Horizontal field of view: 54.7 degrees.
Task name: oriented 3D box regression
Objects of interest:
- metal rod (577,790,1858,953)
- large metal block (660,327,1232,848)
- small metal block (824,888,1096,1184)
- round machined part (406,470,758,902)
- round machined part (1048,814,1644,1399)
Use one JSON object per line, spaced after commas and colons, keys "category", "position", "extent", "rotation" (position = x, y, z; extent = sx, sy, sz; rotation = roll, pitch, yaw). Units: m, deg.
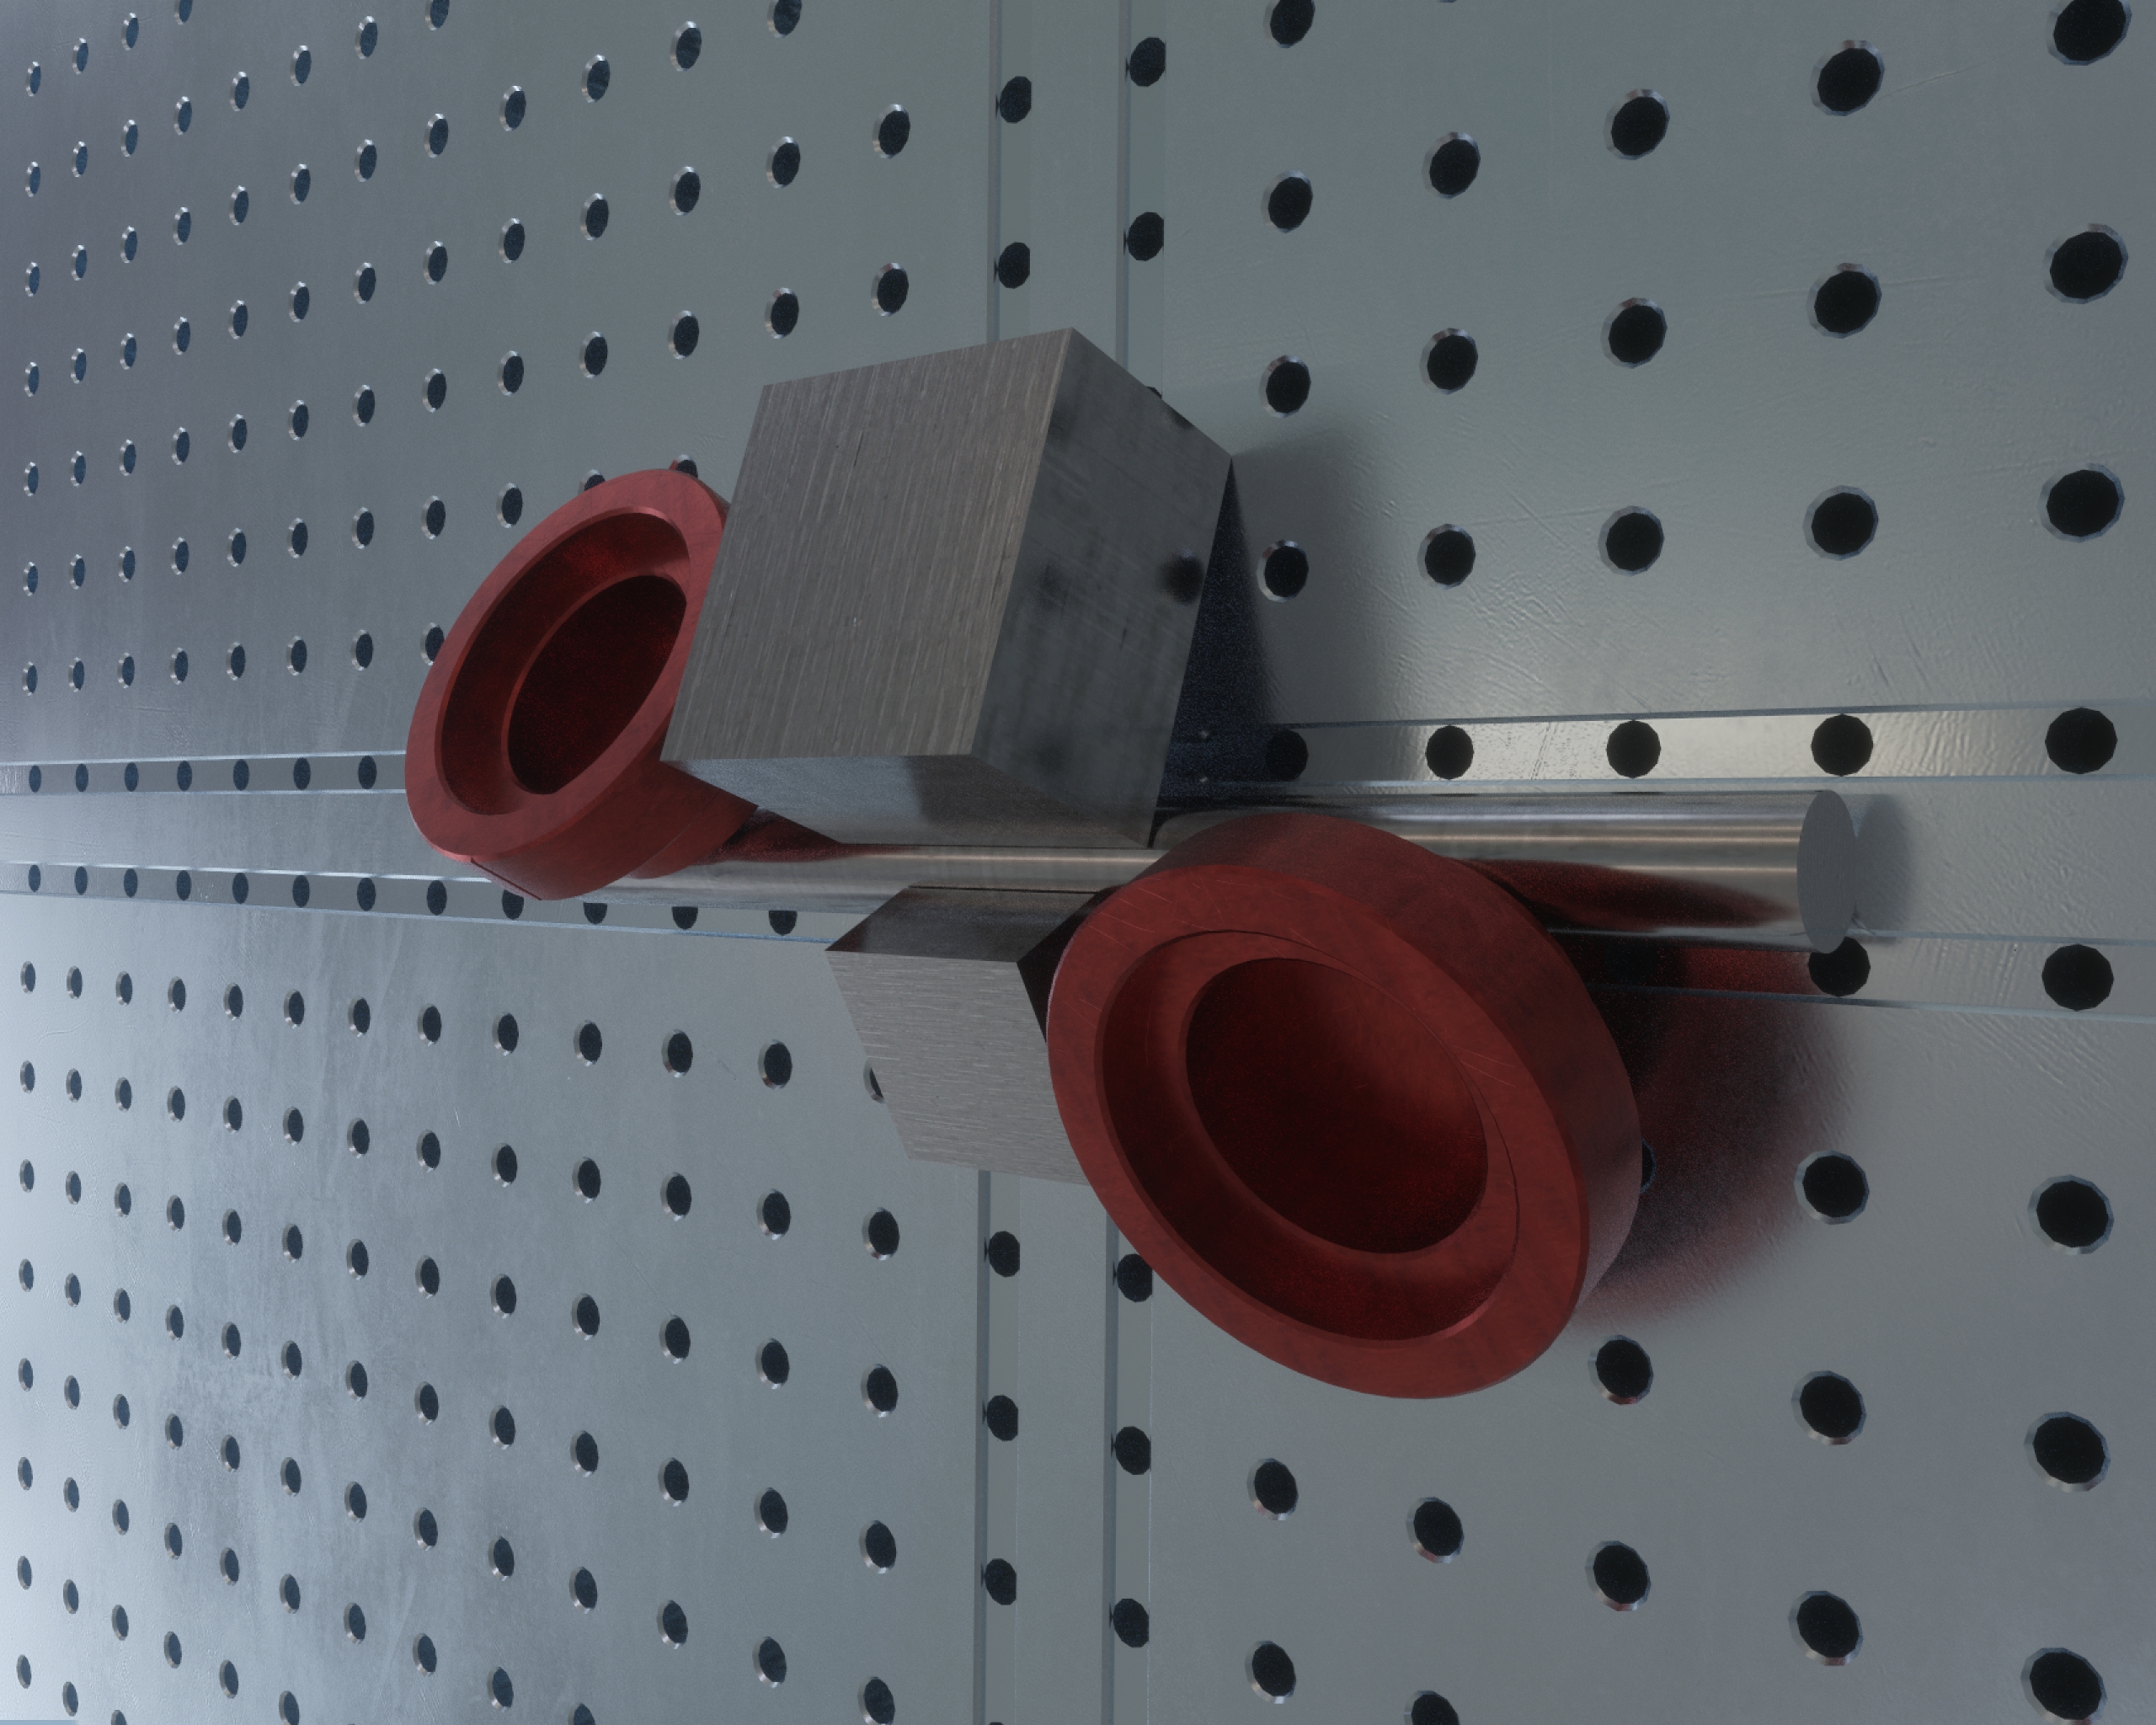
{"category": "metal rod", "position": [-0.002, -0.001, 0.412], "extent": [0.300, 0.025, 0.025], "rotation": [1, 91, 40]}
{"category": "large metal block", "position": [-0.025, -0.049, 0.399], "extent": [0.080, 0.050, 0.080], "rotation": [1, 73, 40]}
{"category": "small metal block", "position": [-0.016, 0.033, 0.410], "extent": [0.050, 0.025, 0.050], "rotation": [1, 120, 40]}
{"category": "round machined part", "position": [-0.100, -0.035, 0.464], "extent": [0.098, 0.042, 0.098], "rotation": [-20, 52, 29]}
{"category": "round machined part", "position": [0.047, 0.036, 0.344], "extent": [0.098, 0.042, 0.097], "rotation": [20, 127, 30]}
